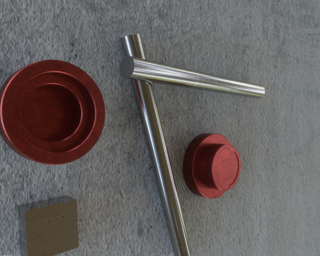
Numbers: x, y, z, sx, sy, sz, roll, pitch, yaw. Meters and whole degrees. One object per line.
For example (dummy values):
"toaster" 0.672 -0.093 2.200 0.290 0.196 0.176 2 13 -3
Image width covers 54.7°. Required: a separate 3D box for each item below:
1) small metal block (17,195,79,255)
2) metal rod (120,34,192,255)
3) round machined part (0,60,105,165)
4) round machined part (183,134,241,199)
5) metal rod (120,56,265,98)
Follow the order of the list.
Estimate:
"small metal block" -0.112 0.100 0.311 0.050 0.025 0.050 -4 93 -40
"metal rod" -0.002 0.032 0.402 0.025 0.025 0.298 -22 104 -38
"round machined part" -0.107 -0.014 0.303 0.099 0.042 0.097 0 90 -40
"round machined part" 0.084 0.057 0.464 0.099 0.042 0.097 0 90 -40
"metal rod" 0.070 -0.065 0.443 0.302 0.025 0.025 0 90 -46
